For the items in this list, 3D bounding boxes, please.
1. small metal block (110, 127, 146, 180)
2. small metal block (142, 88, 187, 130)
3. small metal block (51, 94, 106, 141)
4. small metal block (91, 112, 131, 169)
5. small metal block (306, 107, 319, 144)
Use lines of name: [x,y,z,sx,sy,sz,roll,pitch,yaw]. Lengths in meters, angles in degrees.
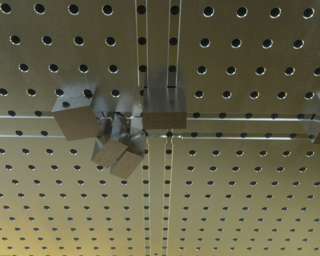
small metal block: [-0.044,0.034,0.423,0.025,0.050,0.050,25,126,-20]
small metal block: [0.005,-0.024,0.374,0.050,0.050,0.025,-1,130,1]
small metal block: [-0.103,-0.013,0.400,0.050,0.025,0.050,-9,130,8]
small metal block: [-0.064,0.017,0.409,0.025,0.050,0.050,29,124,-22]
small metal block: [0.232,-0.004,0.410,0.050,0.025,0.050,5,130,-5]
